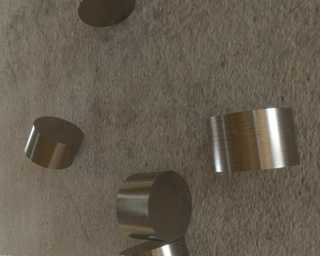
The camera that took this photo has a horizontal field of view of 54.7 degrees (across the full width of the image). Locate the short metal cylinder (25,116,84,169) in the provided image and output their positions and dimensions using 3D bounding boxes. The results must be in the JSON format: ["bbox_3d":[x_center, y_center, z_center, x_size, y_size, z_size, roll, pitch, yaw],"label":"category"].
[{"bbox_3d":[-0.173,0.023,0.509,0.080,0.081,0.050,41,115,32],"label":"short metal cylinder"}]

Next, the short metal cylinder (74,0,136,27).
[{"bbox_3d":[-0.080,-0.187,0.433,0.080,0.081,0.050,-29,72,36],"label":"short metal cylinder"}]

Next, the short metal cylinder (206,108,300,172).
[{"bbox_3d":[0.087,0.012,0.296,0.080,0.081,0.050,-10,84,39],"label":"short metal cylinder"}]

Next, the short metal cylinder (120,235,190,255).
[{"bbox_3d":[-0.003,0.165,0.370,0.080,0.081,0.050,-24,75,37],"label":"short metal cylinder"}]

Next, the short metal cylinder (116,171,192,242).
[{"bbox_3d":[-0.006,0.093,0.372,0.050,0.081,0.080,-11,83,39],"label":"short metal cylinder"}]
